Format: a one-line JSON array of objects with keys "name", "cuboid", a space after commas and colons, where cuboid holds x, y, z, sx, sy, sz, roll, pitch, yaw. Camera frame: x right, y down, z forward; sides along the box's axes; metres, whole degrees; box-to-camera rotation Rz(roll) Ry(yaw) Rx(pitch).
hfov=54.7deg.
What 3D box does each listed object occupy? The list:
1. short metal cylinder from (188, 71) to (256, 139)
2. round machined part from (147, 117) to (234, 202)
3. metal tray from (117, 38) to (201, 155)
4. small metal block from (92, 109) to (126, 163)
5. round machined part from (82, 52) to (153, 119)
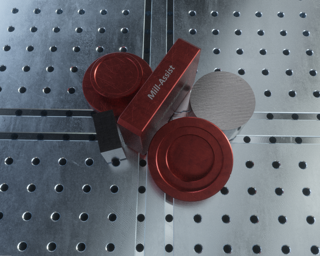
[{"name": "short metal cylinder", "cuboid": [0.077, -0.027, 0.404, 0.081, 0.050, 0.080, 0, 70, 0]}, {"name": "round machined part", "cuboid": [0.037, 0.035, 0.374, 0.098, 0.042, 0.097, 0, 91, 10]}, {"name": "metal tray", "cuboid": [0.001, -0.036, 0.386, 0.030, 0.090, 0.130, 31, 73, 10]}, {"name": "small metal block", "cuboid": [-0.063, 0.011, 0.389, 0.025, 0.050, 0.050, -14, 71, -5]}, {"name": "round machined part", "cuboid": [-0.056, -0.063, 0.420, 0.099, 0.042, 0.098, 0, 70, 0]}]
